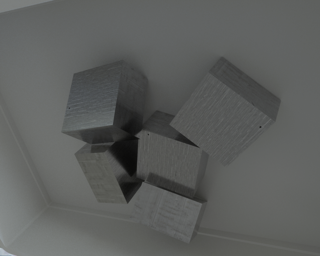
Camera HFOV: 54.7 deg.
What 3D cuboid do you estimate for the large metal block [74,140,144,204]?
[{"bbox_3d":[-0.059,0.047,0.430,0.050,0.080,0.080,-6,116,30],"label":"large metal block"}]

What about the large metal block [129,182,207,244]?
[{"bbox_3d":[0.015,0.112,0.423,0.080,0.080,0.050,17,83,16],"label":"large metal block"}]

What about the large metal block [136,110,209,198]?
[{"bbox_3d":[0.018,0.033,0.401,0.080,0.050,0.079,18,125,17],"label":"large metal block"}]

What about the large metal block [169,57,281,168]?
[{"bbox_3d":[0.071,-0.017,0.342,0.080,0.050,0.080,37,129,2],"label":"large metal block"}]

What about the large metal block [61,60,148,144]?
[{"bbox_3d":[-0.066,-0.028,0.380,0.080,0.080,0.050,-7,157,32],"label":"large metal block"}]
